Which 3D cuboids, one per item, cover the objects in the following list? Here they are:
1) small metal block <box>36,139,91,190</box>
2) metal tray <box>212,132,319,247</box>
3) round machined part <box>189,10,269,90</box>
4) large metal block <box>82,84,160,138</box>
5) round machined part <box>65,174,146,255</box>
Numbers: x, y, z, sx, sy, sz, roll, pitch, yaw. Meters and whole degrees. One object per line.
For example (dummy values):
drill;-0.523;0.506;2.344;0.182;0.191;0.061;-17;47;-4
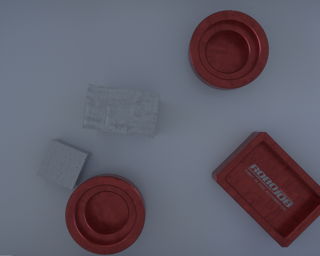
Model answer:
small metal block;-0.126;0.047;0.410;0.050;0.025;0.050;23;90;-1
metal tray;0.146;0.079;0.410;0.090;0.030;0.130;-45;91;0
round machined part;0.086;-0.098;0.404;0.099;0.042;0.097;0;90;-1
large metal block;-0.043;-0.019;0.383;0.081;0.080;0.050;8;90;-1
round machined part;-0.067;0.108;0.402;0.099;0.042;0.097;0;90;-1
